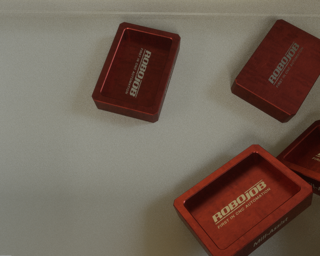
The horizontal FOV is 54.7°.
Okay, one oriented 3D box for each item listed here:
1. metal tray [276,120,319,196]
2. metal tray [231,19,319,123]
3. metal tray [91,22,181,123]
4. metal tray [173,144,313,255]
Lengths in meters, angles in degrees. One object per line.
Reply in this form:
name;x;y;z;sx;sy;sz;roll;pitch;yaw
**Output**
metal tray;0.208;0.039;0.346;0.090;0.130;0.030;-38;114;-13
metal tray;0.173;-0.083;0.438;0.090;0.030;0.130;34;73;11
metal tray;-0.030;-0.080;0.435;0.090;0.030;0.130;15;71;5
metal tray;0.093;0.085;0.355;0.131;0.030;0.090;-33;46;-12
